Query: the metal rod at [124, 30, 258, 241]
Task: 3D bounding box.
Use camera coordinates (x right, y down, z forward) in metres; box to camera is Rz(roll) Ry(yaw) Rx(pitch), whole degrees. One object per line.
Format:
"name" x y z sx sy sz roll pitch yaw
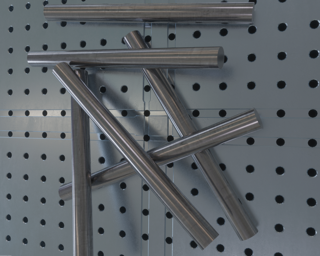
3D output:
"metal rod" 0.034 0.002 0.400 0.025 0.025 0.299 -33 80 17

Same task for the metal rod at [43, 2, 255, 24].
"metal rod" -0.028 -0.157 0.423 0.301 0.025 0.025 8 93 19

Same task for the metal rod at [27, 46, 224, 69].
"metal rod" -0.064 -0.093 0.414 0.300 0.025 0.025 6 92 28

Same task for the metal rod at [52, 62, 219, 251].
"metal rod" -0.042 0.020 0.383 0.025 0.025 0.300 -48 70 14

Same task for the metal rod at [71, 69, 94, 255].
"metal rod" -0.106 0.062 0.418 0.025 0.025 0.299 -11 74 20

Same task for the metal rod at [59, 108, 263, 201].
"metal rod" -0.018 0.043 0.399 0.300 0.025 0.025 -23 82 25
